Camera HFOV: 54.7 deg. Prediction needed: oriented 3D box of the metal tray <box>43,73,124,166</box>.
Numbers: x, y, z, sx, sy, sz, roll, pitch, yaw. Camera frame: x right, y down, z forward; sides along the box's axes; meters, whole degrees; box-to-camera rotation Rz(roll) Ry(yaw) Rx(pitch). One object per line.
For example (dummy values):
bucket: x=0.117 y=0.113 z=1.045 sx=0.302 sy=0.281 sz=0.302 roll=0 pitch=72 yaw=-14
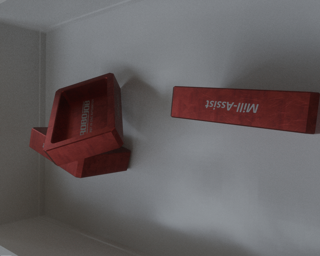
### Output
metal tray: x=-0.099 y=-0.017 z=0.415 sx=0.090 sy=0.030 sz=0.130 roll=-17 pitch=41 yaw=5

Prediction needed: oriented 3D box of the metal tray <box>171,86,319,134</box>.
metal tray: x=0.087 y=-0.018 z=0.291 sx=0.130 sy=0.091 sz=0.030 roll=9 pitch=96 yaw=39

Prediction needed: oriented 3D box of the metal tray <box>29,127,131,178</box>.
metal tray: x=-0.119 y=0.031 z=0.460 sx=0.130 sy=0.091 sz=0.030 roll=21 pitch=104 yaw=37
